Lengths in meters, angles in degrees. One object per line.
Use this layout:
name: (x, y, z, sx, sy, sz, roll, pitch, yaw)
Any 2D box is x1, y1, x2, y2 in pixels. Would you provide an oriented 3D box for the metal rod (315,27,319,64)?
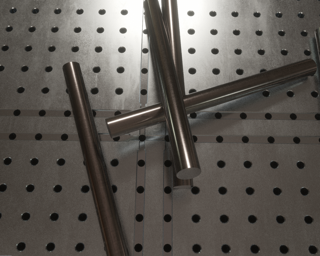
metal rod: (0.243, -0.007, 0.417, 0.025, 0.025, 0.299, 2, 70, 0)

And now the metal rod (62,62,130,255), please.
metal rod: (-0.082, 0.047, 0.393, 0.025, 0.025, 0.299, -16, 71, -6)

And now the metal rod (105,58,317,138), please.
metal rod: (0.078, -0.044, 0.408, 0.302, 0.025, 0.025, -18, 71, -15)

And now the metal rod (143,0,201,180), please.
metal rod: (0.008, -0.074, 0.396, 0.025, 0.025, 0.299, -8, 54, -3)

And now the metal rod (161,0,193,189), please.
metal rod: (0.021, -0.067, 0.436, 0.025, 0.025, 0.299, -3, 70, -1)
